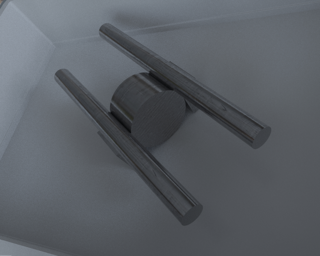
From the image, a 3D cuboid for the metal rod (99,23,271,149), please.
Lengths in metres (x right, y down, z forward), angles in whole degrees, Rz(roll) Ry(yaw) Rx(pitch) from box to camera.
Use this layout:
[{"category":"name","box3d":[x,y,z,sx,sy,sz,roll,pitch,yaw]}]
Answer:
[{"category":"metal rod","box3d":[0.006,-0.069,0.378,0.025,0.025,0.300,-45,51,-4]}]

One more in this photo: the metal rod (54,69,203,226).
[{"category":"metal rod","box3d":[-0.059,0.000,0.370,0.025,0.025,0.300,-45,51,-4]}]

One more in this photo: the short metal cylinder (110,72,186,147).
[{"category":"short metal cylinder","box3d":[-0.015,-0.023,0.389,0.080,0.080,0.050,-45,51,-3]}]

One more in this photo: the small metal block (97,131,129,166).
[{"category":"small metal block","box3d":[-0.046,0.022,0.397,0.025,0.050,0.050,-45,51,-3]}]

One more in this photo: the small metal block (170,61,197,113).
[{"category":"small metal block","box3d":[0.029,-0.053,0.403,0.025,0.050,0.050,-45,51,-3]}]
